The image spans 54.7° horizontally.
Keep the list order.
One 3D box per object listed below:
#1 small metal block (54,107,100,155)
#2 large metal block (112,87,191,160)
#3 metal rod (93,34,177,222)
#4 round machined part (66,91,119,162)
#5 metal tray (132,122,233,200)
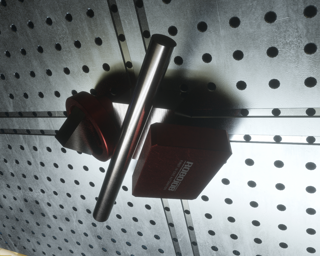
[{"bbox_3d":[-0.102,0.004,0.413,0.025,0.050,0.050,38,95,35],"label":"small metal block"},{"bbox_3d":[-0.007,-0.003,0.395,0.080,0.050,0.079,9,122,23],"label":"large metal block"},{"bbox_3d":[-0.043,0.025,0.383,0.025,0.025,0.298,30,128,8],"label":"metal rod"},{"bbox_3d":[-0.083,-0.006,0.421,0.098,0.042,0.097,37,145,32],"label":"round machined part"},{"bbox_3d":[0.020,0.047,0.382,0.091,0.030,0.129,6,143,-13],"label":"metal tray"}]
